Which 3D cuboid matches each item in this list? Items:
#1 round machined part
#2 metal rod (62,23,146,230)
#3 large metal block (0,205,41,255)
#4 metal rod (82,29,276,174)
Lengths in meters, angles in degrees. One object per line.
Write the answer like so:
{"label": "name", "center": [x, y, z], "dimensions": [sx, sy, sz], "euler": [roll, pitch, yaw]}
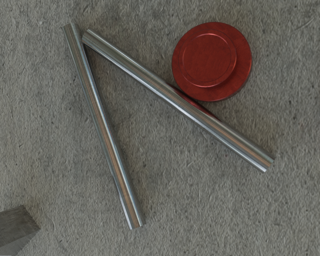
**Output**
{"label": "round machined part", "center": [0.061, -0.081, 0.378], "dimensions": [0.098, 0.042, 0.097], "euler": [0, 90, 19]}
{"label": "metal rod", "center": [-0.080, -0.007, 0.436], "dimensions": [0.025, 0.025, 0.299], "euler": [-22, 83, 18]}
{"label": "large metal block", "center": [-0.245, 0.169, 0.464], "dimensions": [0.080, 0.080, 0.050], "euler": [-46, 76, 14]}
{"label": "metal rod", "center": [0.013, -0.044, 0.403], "dimensions": [0.300, 0.025, 0.025], "euler": [37, 102, 15]}
